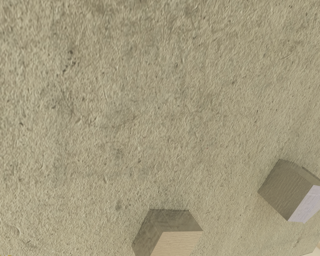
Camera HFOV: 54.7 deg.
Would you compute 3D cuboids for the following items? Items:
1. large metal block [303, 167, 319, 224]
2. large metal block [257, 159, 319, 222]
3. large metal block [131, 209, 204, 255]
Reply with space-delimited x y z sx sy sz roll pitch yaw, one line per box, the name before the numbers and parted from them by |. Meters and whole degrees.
large metal block | 0.296 0.139 0.638 0.080 0.050 0.080 -44 129 2
large metal block | 0.243 0.115 0.575 0.050 0.080 0.080 15 111 -34
large metal block | 0.011 0.182 0.509 0.081 0.050 0.079 12 112 -34
